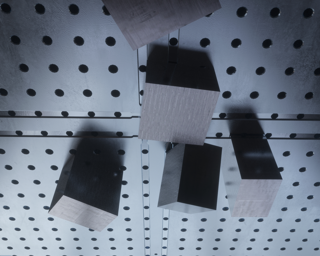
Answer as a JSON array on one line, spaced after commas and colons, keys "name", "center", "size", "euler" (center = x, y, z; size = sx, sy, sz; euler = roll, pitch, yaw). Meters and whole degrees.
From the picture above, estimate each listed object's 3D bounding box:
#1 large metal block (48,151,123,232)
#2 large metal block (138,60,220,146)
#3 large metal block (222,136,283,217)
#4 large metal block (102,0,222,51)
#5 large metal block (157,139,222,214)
[{"name": "large metal block", "center": [-0.105, 0.093, 0.453], "size": [0.080, 0.080, 0.050], "euler": [29, 124, -22]}, {"name": "large metal block", "center": [0.019, -0.029, 0.371], "size": [0.080, 0.050, 0.079], "euler": [6, 130, -6]}, {"name": "large metal block", "center": [0.124, 0.067, 0.433], "size": [0.050, 0.080, 0.080], "euler": [0, 130, 0]}, {"name": "large metal block", "center": [0.001, -0.123, 0.271], "size": [0.080, 0.080, 0.050], "euler": [-22, 127, 17]}, {"name": "large metal block", "center": [0.038, 0.067, 0.414], "size": [0.050, 0.080, 0.080], "euler": [15, 158, -13]}]
